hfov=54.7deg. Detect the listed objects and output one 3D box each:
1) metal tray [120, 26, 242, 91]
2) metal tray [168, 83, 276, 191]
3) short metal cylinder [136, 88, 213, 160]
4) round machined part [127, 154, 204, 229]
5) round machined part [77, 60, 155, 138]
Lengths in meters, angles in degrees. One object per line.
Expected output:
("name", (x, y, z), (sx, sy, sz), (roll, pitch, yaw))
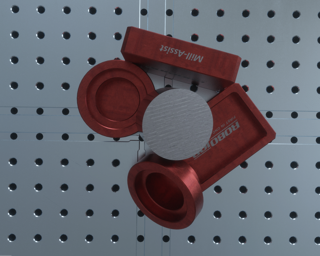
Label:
("metal tray", (0.023, -0.081, 0.381), (0.131, 0.090, 0.030), (15, 90, -1))
("metal tray", (0.073, 0.013, 0.411), (0.130, 0.030, 0.090), (-36, 90, -1))
("short metal cylinder", (0.015, -0.007, 0.364), (0.081, 0.050, 0.079), (-2, 99, -12))
("round machined part", (0.011, 0.074, 0.388), (0.098, 0.042, 0.097), (18, 125, 28))
("round machined part", (-0.054, -0.036, 0.404), (0.099, 0.042, 0.097), (0, 90, -1))
